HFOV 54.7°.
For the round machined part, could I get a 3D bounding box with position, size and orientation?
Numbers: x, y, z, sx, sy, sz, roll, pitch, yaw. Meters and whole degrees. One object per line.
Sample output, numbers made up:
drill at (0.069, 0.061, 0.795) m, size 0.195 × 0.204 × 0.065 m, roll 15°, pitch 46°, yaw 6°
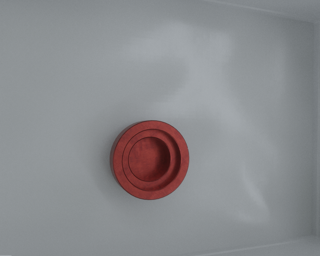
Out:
round machined part at (-0.016, 0.039, 0.397) m, size 0.099 × 0.042 × 0.097 m, roll 0°, pitch 90°, yaw -21°
